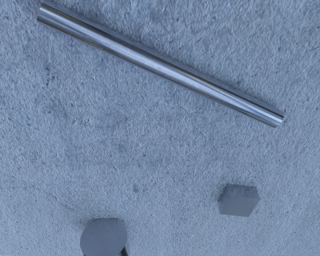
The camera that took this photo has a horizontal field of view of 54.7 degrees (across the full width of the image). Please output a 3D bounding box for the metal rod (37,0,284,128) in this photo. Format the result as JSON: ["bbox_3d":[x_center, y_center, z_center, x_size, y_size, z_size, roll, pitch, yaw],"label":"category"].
[{"bbox_3d":[0.017,-0.064,0.352,0.302,0.025,0.025,21,127,-18],"label":"metal rod"}]

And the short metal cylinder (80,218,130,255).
[{"bbox_3d":[-0.096,0.208,0.547,0.081,0.080,0.050,-2,130,1],"label":"short metal cylinder"}]

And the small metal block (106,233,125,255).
[{"bbox_3d":[-0.085,0.236,0.591,0.025,0.050,0.050,-2,130,1],"label":"small metal block"}]

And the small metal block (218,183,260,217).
[{"bbox_3d":[0.129,0.120,0.512,0.050,0.025,0.050,8,130,-8],"label":"small metal block"}]
